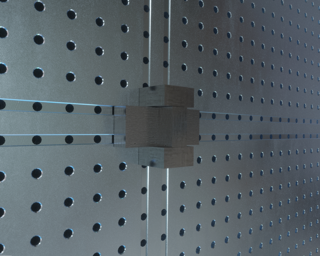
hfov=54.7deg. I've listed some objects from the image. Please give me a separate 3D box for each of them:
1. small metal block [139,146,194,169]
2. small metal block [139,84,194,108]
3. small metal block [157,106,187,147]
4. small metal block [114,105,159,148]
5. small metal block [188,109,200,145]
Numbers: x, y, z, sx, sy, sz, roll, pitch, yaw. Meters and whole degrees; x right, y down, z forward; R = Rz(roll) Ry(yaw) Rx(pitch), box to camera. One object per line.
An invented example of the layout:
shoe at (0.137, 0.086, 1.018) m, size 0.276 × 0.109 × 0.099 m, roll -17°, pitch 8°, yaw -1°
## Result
small metal block at (0.008, 0.036, 0.401) m, size 0.050 × 0.050 × 0.025 m, roll 1°, pitch 90°, yaw -40°
small metal block at (0.008, -0.039, 0.401) m, size 0.050 × 0.050 × 0.025 m, roll 1°, pitch 90°, yaw -40°
small metal block at (0.008, -0.002, 0.401) m, size 0.025 × 0.050 × 0.050 m, roll 1°, pitch 90°, yaw -40°
small metal block at (-0.029, -0.002, 0.386) m, size 0.050 × 0.025 × 0.050 m, roll 1°, pitch 90°, yaw -40°
small metal block at (0.029, -0.001, 0.435) m, size 0.050 × 0.025 × 0.050 m, roll 1°, pitch 89°, yaw -40°
